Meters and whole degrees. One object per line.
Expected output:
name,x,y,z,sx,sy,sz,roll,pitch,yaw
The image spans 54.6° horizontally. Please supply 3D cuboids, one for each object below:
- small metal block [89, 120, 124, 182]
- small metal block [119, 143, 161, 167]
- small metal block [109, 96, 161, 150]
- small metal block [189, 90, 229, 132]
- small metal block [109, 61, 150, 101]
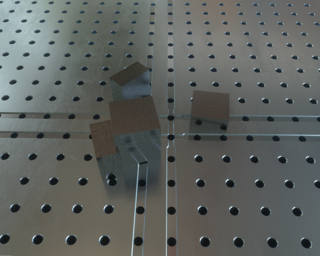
small metal block,-0.064,0.027,0.369,0.025,0.050,0.050,-13,51,-11
small metal block,-0.026,0.018,0.376,0.050,0.050,0.025,-13,52,-11
small metal block,-0.029,-0.007,0.348,0.050,0.025,0.050,-9,51,-8
small metal block,0.069,-0.024,0.428,0.050,0.025,0.050,6,50,5
small metal block,-0.041,-0.058,0.441,0.050,0.050,0.025,-37,59,-27
